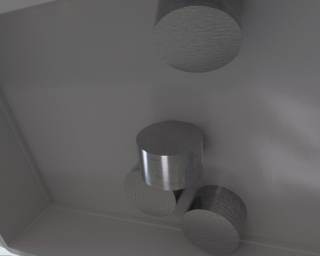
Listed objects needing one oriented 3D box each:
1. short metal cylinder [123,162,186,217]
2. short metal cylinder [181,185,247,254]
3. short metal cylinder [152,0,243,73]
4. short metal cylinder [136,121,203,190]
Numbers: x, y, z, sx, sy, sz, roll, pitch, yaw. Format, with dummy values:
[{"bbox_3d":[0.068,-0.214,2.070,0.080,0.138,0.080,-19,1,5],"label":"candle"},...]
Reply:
[{"bbox_3d":[-0.005,0.080,0.444,0.080,0.050,0.079,13,124,21],"label":"short metal cylinder"},{"bbox_3d":[0.075,0.127,0.431,0.080,0.050,0.079,13,124,21],"label":"short metal cylinder"},{"bbox_3d":[0.035,-0.097,0.291,0.080,0.050,0.080,5,150,3],"label":"short metal cylinder"},{"bbox_3d":[0.013,0.032,0.386,0.080,0.080,0.050,10,123,23],"label":"short metal cylinder"}]
